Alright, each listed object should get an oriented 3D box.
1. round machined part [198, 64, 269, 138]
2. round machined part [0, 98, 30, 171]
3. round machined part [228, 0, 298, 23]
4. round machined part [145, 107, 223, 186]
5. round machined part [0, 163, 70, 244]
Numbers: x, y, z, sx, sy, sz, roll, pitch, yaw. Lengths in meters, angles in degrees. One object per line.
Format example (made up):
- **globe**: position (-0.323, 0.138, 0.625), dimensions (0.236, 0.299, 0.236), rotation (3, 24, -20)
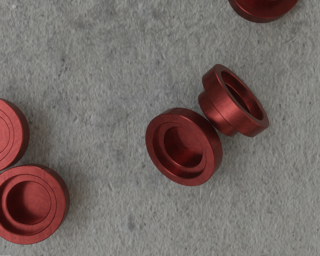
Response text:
- **round machined part**: position (0.085, -0.028, 0.381), dimensions (0.042, 0.098, 0.098), rotation (-41, 90, 29)
- **round machined part**: position (-0.217, 0.009, 0.399), dimensions (0.099, 0.042, 0.097), rotation (0, 90, -1)
- **round machined part**: position (0.139, -0.192, 0.403), dimensions (0.099, 0.042, 0.097), rotation (0, 90, -1)
- **round machined part**: position (0.033, 0.020, 0.385), dimensions (0.098, 0.042, 0.097), rotation (18, 124, 30)
- **round machined part**: position (-0.165, 0.094, 0.399), dimensions (0.099, 0.042, 0.097), rotation (0, 90, -1)
